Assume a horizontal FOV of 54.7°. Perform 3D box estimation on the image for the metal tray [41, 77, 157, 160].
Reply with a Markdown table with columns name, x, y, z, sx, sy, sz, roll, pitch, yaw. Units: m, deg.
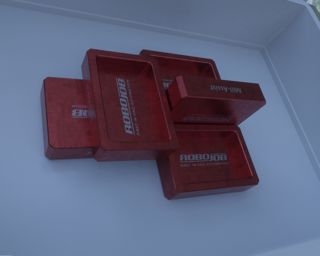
| name | x | y | z | sx | sy | sz | roll | pitch | yaw |
| --- | --- | --- | --- | --- | --- | --- | --- | --- | --- |
| metal tray | -0.069 | -0.012 | 0.369 | 0.131 | 0.030 | 0.090 | 0 | 62 | -29 |

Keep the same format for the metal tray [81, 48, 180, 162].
| name | x | y | z | sx | sy | sz | roll | pitch | yaw |
| --- | --- | --- | --- | --- | --- | --- | --- | --- | --- |
| metal tray | -0.037 | -0.028 | 0.359 | 0.091 | 0.030 | 0.130 | 1 | 61 | -28 |

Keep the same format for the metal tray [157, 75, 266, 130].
| name | x | y | z | sx | sy | sz | roll | pitch | yaw |
| --- | --- | --- | --- | --- | --- | --- | --- | --- | --- |
| metal tray | 0.062 | -0.026 | 0.412 | 0.131 | 0.090 | 0.030 | 1 | 62 | -28 |

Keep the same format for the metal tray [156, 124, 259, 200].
| name | x | y | z | sx | sy | sz | roll | pitch | yaw |
| --- | --- | --- | --- | --- | --- | --- | --- | --- | --- |
| metal tray | 0.061 | 0.041 | 0.409 | 0.131 | 0.030 | 0.090 | 1 | 62 | -28 |

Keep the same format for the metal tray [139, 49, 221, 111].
| name | x | y | z | sx | sy | sz | roll | pitch | yaw |
| --- | --- | --- | --- | --- | --- | --- | --- | --- | --- |
| metal tray | 0.033 | -0.065 | 0.460 | 0.131 | 0.030 | 0.090 | 1 | 61 | -28 |
